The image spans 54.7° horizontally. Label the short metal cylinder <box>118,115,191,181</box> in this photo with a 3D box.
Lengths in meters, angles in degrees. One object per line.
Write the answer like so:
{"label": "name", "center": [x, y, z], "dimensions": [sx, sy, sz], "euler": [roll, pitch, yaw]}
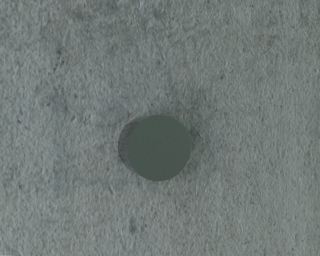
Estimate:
{"label": "short metal cylinder", "center": [-0.009, 0.024, 0.394], "dimensions": [0.081, 0.050, 0.079], "euler": [0, 90, -21]}
